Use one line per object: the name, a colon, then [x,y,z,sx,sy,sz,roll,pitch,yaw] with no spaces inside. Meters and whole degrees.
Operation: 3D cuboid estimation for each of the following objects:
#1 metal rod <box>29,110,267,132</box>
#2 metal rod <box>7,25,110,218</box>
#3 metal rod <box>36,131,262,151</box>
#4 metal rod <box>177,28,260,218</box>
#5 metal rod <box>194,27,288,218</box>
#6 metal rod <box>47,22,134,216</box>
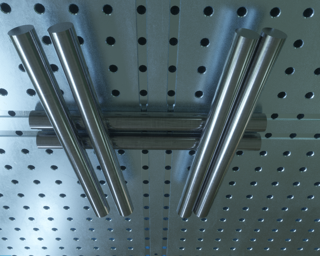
metal rod: [-0.014,-0.009,0.405,0.302,0.025,0.025,1,130,-1]
metal rod: [-0.112,0.018,0.394,0.025,0.025,0.299,-6,130,5]
metal rod: [-0.014,0.018,0.427,0.302,0.025,0.025,1,130,-1]
metal rod: [0.062,0.020,0.397,0.025,0.025,0.298,7,130,-6]
metal rod: [0.088,0.020,0.397,0.025,0.025,0.298,7,130,-6]
metal rod: [-0.075,0.016,0.392,0.025,0.025,0.299,-6,130,5]
